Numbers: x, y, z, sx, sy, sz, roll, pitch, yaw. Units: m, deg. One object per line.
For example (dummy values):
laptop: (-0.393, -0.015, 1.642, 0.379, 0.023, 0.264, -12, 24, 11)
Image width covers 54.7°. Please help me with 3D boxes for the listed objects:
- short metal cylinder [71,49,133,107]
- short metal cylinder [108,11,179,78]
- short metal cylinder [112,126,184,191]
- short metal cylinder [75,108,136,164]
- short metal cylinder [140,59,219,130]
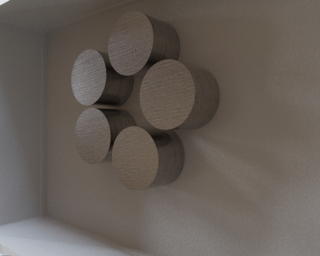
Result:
short metal cylinder: (-0.087, -0.072, 0.460, 0.080, 0.050, 0.080, 0, 90, 40)
short metal cylinder: (-0.022, -0.106, 0.406, 0.080, 0.050, 0.080, 0, 90, 40)
short metal cylinder: (-0.016, 0.037, 0.402, 0.080, 0.050, 0.080, 0, 90, 40)
short metal cylinder: (-0.080, 0.011, 0.454, 0.080, 0.050, 0.080, 0, 90, 40)
short metal cylinder: (0.022, -0.038, 0.370, 0.080, 0.050, 0.080, 0, 90, 40)
